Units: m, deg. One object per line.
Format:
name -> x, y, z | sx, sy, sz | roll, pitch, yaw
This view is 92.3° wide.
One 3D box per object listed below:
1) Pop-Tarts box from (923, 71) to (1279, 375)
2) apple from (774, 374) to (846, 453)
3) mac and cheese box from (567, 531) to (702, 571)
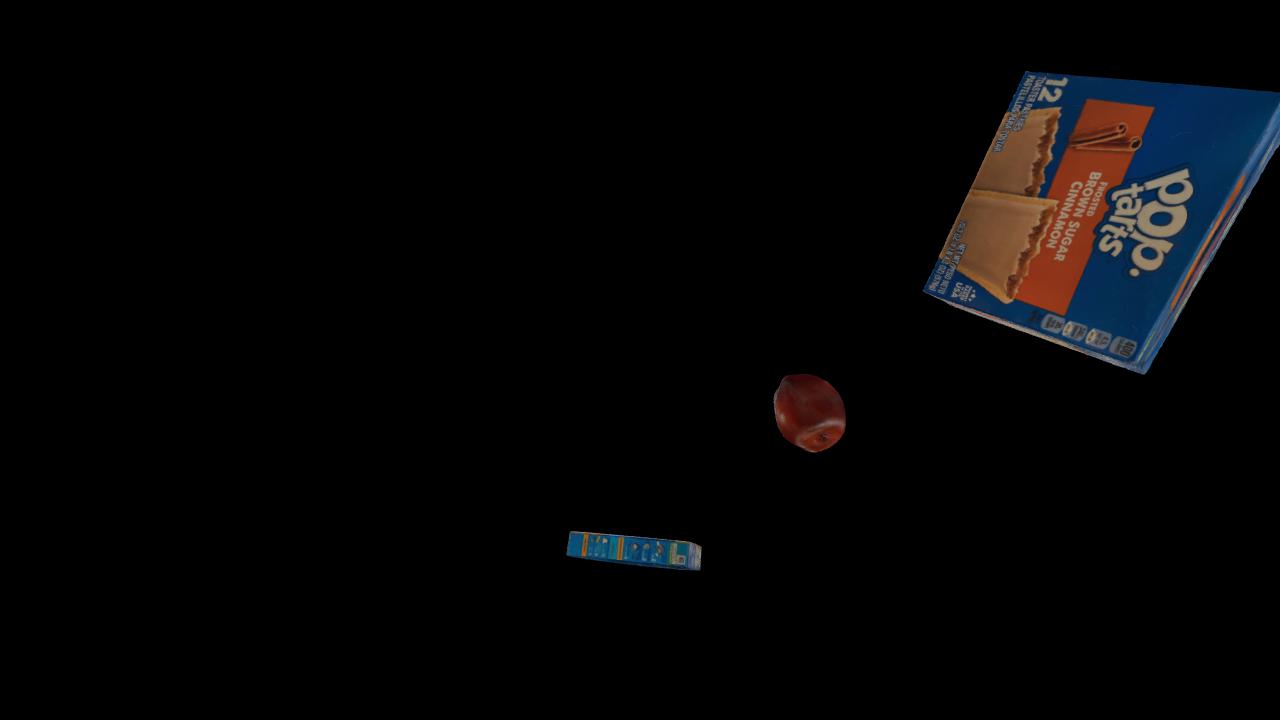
Pop-Tarts box -> 0.310, -0.096, 0.428 | 0.083, 0.167, 0.141 | 5, 20, -46
apple -> 0.193, 0.059, 0.703 | 0.079, 0.079, 0.093 | 0, 42, -18
mac and cheese box -> -0.006, 0.285, 0.917 | 0.184, 0.041, 0.093 | 0, -19, 18
